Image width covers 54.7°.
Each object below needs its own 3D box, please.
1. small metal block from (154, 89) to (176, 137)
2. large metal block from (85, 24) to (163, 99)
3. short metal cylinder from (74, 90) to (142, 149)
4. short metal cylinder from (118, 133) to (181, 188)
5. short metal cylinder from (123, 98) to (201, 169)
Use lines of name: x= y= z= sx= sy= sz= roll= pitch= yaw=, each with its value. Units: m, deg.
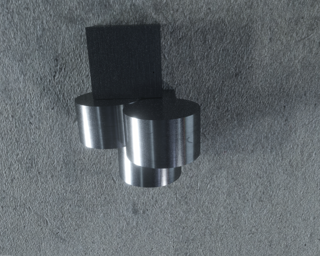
small metal block: x=0.006 y=-0.020 z=0.393 sx=0.025 sy=0.050 sz=0.050 roll=1 pitch=110 yaw=-1
large metal block: x=-0.039 y=-0.080 z=0.368 sx=0.080 sy=0.050 sz=0.079 roll=-2 pitch=110 yaw=0
short metal cylinder: x=-0.059 y=-0.013 z=0.377 sx=0.080 sy=0.080 sz=0.050 roll=-2 pitch=110 yaw=0
short metal cylinder: x=-0.013 y=0.033 z=0.394 sx=0.081 sy=0.080 sz=0.050 roll=0 pitch=110 yaw=0
short metal cylinder: x=0.003 y=0.002 z=0.330 sx=0.080 sy=0.080 sz=0.050 roll=-2 pitch=110 yaw=0
